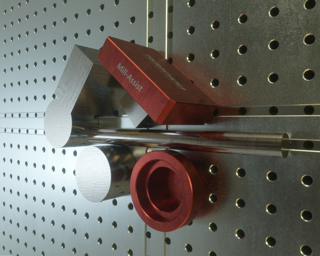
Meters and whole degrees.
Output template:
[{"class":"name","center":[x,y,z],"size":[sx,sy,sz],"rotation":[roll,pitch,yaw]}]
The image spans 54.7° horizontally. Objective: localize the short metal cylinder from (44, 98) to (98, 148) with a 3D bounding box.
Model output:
[{"class":"short metal cylinder","center":[-0.149,-0.008,0.515],"size":[0.080,0.050,0.080],"rotation":[0,90,40]}]

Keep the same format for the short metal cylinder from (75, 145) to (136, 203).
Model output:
[{"class":"short metal cylinder","center":[-0.080,0.066,0.459],"size":[0.080,0.050,0.080],"rotation":[0,90,40]}]

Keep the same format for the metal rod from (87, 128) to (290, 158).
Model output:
[{"class":"metal rod","center":[0.009,0.015,0.402],"size":[0.300,0.025,0.025],"rotation":[1,91,40]}]

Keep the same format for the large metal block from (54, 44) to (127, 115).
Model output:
[{"class":"large metal block","center":[-0.093,-0.066,0.451],"size":[0.050,0.081,0.080],"rotation":[46,117,29]}]

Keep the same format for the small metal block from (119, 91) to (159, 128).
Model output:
[{"class":"small metal block","center":[-0.023,-0.035,0.429],"size":[0.050,0.025,0.050],"rotation":[-46,63,30]}]

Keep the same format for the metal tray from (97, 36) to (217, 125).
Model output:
[{"class":"metal tray","center":[-0.004,-0.056,0.370],"size":[0.130,0.091,0.030],"rotation":[48,119,29]}]

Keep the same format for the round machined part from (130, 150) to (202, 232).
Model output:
[{"class":"round machined part","center":[0.012,0.075,0.389],"size":[0.098,0.042,0.097],"rotation":[0,90,40]}]
